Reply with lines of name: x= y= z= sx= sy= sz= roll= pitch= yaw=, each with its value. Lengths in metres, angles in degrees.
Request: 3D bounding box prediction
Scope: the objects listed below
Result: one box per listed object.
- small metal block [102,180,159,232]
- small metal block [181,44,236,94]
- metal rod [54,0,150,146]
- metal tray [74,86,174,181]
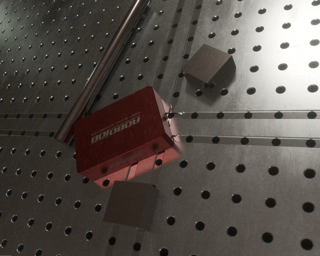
small metal block: x=-0.034 y=0.092 z=0.368 sx=0.050 sy=0.025 sz=0.050 roll=0 pitch=62 yaw=27
small metal block: x=0.066 y=-0.082 z=0.423 sx=0.050 sy=0.025 sz=0.050 roll=-49 pitch=52 yaw=-6
metal rod: x=-0.090 y=-0.107 z=0.519 sx=0.025 sy=0.025 sz=0.300 roll=12 pitch=68 yaw=33
metal tray: x=-0.054 y=0.007 z=0.428 sx=0.130 sy=0.030 sz=0.090 roll=-24 pitch=53 yaw=12
